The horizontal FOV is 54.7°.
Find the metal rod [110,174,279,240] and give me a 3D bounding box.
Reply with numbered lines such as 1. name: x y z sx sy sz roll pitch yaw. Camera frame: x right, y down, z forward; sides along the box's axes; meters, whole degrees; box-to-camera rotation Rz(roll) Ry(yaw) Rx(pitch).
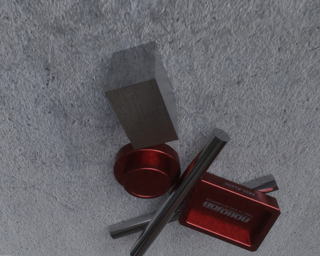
1. metal rod: 0.048 0.138 0.525 0.300 0.025 0.025 -22 127 17

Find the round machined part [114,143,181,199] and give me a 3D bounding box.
1. round machined part: -0.019 0.067 0.453 0.099 0.042 0.097 -1 130 0

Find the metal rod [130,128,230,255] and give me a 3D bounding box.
1. metal rod: 0.018 0.118 0.480 0.025 0.025 0.298 19 124 -16

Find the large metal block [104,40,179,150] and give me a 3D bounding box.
1. large metal block: -0.016 -0.036 0.340 0.050 0.080 0.080 -14 129 11

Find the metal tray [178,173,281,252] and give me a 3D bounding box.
1. metal tray: 0.105 0.130 0.481 0.131 0.030 0.089 21 114 1
